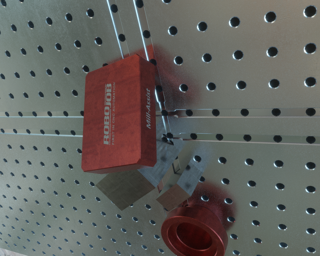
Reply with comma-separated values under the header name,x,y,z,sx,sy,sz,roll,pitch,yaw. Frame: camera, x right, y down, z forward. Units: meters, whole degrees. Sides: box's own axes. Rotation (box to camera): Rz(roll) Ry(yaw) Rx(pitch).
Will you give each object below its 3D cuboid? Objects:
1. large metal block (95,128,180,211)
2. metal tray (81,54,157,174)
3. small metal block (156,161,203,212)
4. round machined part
name,x,y,z,sx,sy,sz,roll,pitch,yaw
large metal block,-0.029,0.055,0.424,0.050,0.080,0.080,46,129,-4
metal tray,-0.050,-0.014,0.373,0.090,0.030,0.129,-12,70,33
small metal block,0.027,0.081,0.430,0.025,0.050,0.050,43,129,-2
round machined part,0.054,0.156,0.467,0.098,0.042,0.097,13,124,20
